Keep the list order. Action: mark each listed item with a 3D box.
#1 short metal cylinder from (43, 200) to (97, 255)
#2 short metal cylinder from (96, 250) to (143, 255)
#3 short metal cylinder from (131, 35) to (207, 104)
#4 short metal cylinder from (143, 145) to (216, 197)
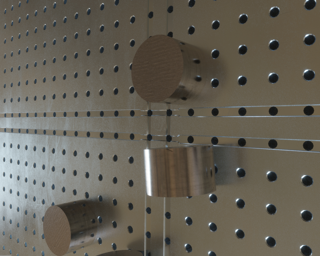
[{"bbox_3d":[-0.151,0.165,0.518,0.080,0.050,0.079,0,90,40],"label":"short metal cylinder"},{"bbox_3d":[-0.061,0.205,0.424,0.080,0.081,0.050,-11,83,39],"label":"short metal cylinder"},{"bbox_3d":[0.011,-0.070,0.384,0.080,0.050,0.079,0,90,40],"label":"short metal cylinder"},{"bbox_3d":[0.022,0.047,0.355,0.080,0.081,0.050,-6,87,40],"label":"short metal cylinder"}]
